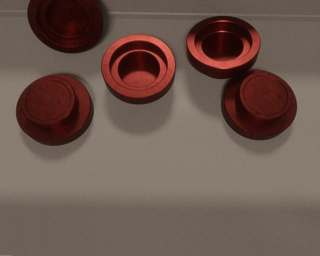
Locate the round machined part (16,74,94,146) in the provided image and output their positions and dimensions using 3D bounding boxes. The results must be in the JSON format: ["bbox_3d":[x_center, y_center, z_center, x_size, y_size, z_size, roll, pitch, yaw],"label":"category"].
[{"bbox_3d":[-0.141,-0.029,0.409,0.099,0.042,0.098,0,70,-1],"label":"round machined part"}]

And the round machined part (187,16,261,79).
[{"bbox_3d":[0.087,-0.108,0.435,0.099,0.042,0.098,-2,60,4],"label":"round machined part"}]

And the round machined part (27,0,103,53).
[{"bbox_3d":[-0.128,-0.158,0.432,0.099,0.097,0.042,-4,45,-2],"label":"round machined part"}]

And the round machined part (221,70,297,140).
[{"bbox_3d":[0.135,-0.036,0.415,0.099,0.042,0.098,0,70,-1],"label":"round machined part"}]

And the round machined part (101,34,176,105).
[{"bbox_3d":[-0.028,-0.077,0.428,0.099,0.042,0.098,0,70,-1],"label":"round machined part"}]
